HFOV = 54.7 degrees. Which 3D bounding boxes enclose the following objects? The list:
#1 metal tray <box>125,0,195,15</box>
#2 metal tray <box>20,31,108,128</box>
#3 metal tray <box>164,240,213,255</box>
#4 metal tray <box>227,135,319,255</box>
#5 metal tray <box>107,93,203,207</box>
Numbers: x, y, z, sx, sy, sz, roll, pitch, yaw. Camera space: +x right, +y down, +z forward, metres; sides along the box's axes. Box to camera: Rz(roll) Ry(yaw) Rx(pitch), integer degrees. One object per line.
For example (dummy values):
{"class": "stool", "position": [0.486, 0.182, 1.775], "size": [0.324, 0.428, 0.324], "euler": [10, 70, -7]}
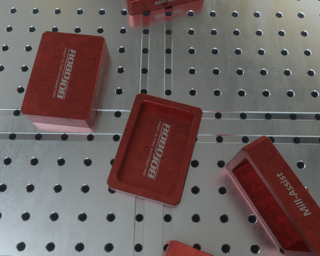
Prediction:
{"class": "metal tray", "position": [0.001, -0.239, 0.496], "size": [0.131, 0.030, 0.090], "euler": [-16, 71, -6]}
{"class": "metal tray", "position": [-0.129, -0.070, 0.433], "size": [0.091, 0.030, 0.130], "euler": [6, 70, 2]}
{"class": "metal tray", "position": [0.060, 0.169, 0.314], "size": [0.131, 0.089, 0.030], "euler": [20, 47, 7]}
{"class": "metal tray", "position": [0.132, 0.080, 0.349], "size": [0.030, 0.090, 0.130], "euler": [-29, 73, -10]}
{"class": "metal tray", "position": [-0.004, 0.027, 0.399], "size": [0.090, 0.030, 0.130], "euler": [15, 70, 5]}
